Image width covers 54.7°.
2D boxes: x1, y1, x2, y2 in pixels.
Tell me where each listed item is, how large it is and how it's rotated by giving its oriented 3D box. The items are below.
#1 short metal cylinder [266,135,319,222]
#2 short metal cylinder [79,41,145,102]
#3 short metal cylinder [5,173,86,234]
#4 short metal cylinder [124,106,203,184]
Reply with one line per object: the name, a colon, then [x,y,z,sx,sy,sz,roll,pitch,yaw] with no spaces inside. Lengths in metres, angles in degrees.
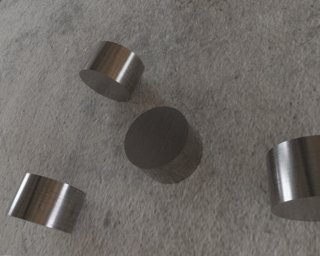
short metal cylinder: [0.136,0.047,0.268,0.080,0.080,0.050,-9,58,23]
short metal cylinder: [-0.069,-0.081,0.453,0.080,0.080,0.050,12,68,32]
short metal cylinder: [-0.138,0.094,0.382,0.080,0.080,0.050,3,63,29]
short metal cylinder: [0.005,0.021,0.371,0.080,0.050,0.080,-13,56,20]
